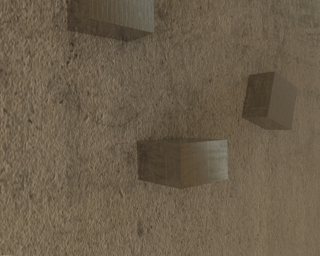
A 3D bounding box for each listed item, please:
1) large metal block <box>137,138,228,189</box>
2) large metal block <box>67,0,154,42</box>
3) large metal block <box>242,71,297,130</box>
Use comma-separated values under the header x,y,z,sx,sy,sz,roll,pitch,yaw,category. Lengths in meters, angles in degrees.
x,y,z,sx,sy,sz,roll,pitch,yaw,category
0.028,0.040,0.392,0.081,0.080,0.050,-2,92,-40,large metal block
-0.054,-0.146,0.342,0.081,0.050,0.079,-1,91,-40,large metal block
0.197,-0.046,0.553,0.080,0.050,0.080,21,77,-38,large metal block
